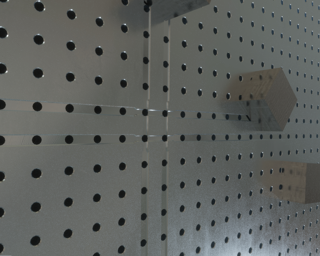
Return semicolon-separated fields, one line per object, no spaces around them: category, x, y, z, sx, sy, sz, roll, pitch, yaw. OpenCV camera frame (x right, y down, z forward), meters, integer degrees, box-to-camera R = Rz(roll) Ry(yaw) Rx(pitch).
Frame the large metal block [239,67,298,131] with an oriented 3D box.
large metal block;0.198;-0.050;0.562;0.080;0.050;0.080;50;60;-29

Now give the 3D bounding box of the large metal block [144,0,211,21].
large metal block;0.031;-0.196;0.401;0.050;0.080;0.080;34;69;-35

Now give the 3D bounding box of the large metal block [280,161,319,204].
large metal block;0.299;0.112;0.648;0.081;0.050;0.080;8;85;-40
